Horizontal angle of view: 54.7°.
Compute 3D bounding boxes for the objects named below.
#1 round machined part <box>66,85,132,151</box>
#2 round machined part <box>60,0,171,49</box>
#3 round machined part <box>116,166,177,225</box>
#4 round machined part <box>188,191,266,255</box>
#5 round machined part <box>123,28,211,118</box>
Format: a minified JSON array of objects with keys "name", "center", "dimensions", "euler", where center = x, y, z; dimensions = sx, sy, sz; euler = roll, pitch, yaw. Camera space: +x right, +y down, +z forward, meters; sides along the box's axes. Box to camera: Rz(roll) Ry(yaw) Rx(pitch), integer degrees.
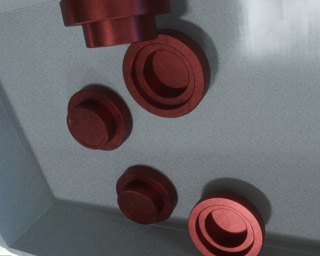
[{"name":"round machined part","center":[-0.092,-0.008,0.441],"dimensions":[0.098,0.042,0.097],"euler":[13,124,21]},{"name":"round machined part","center":[-0.038,-0.100,0.287],"dimensions":[0.098,0.099,0.042],"euler":[2,111,27]},{"name":"round machined part","center":[-0.026,0.110,0.480],"dimensions":[0.098,0.042,0.097],"euler":[13,124,21]},{"name":"round machined part","center":[0.092,0.130,0.419],"dimensions":[0.098,0.042,0.097],"euler":[6,105,24]},{"name":"round machined part","center":[0.010,-0.064,0.353],"dimensions":[0.098,0.042,0.097],"euler":[13,124,21]}]
